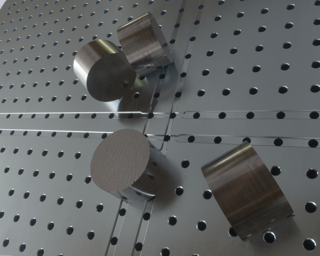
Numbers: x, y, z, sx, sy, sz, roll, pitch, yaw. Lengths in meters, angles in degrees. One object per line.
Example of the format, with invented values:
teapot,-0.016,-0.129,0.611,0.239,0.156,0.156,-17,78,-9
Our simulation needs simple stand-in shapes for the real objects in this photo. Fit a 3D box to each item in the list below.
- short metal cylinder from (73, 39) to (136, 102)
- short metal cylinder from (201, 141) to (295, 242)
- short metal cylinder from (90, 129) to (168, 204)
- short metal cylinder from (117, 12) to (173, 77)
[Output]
short metal cylinder,-0.083,-0.087,0.470,0.080,0.080,0.050,-43,51,-1
short metal cylinder,0.081,0.059,0.294,0.050,0.080,0.080,-31,52,8
short metal cylinder,-0.038,0.048,0.383,0.080,0.050,0.080,-13,56,21
short metal cylinder,-0.021,-0.123,0.459,0.050,0.080,0.080,-23,53,14
